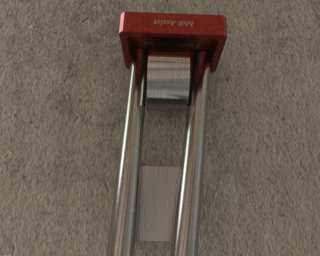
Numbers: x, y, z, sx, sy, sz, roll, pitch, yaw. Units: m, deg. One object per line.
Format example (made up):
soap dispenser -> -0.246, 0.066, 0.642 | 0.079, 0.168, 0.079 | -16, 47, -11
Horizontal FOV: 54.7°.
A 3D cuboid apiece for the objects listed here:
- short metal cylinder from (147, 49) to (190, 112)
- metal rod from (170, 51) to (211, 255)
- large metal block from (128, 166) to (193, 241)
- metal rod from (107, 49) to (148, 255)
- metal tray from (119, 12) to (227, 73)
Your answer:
short metal cylinder -> 0.010, -0.062, 0.403 | 0.050, 0.080, 0.080 | 2, 70, 0
metal rod -> 0.039, 0.022, 0.352 | 0.025, 0.025, 0.300 | 8, 55, 2
large metal block -> 0.003, 0.089, 0.361 | 0.081, 0.050, 0.080 | 2, 70, 0
metal rod -> -0.033, 0.019, 0.353 | 0.025, 0.025, 0.300 | 2, 55, 0
metal tray -> 0.016, -0.112, 0.416 | 0.131, 0.090, 0.030 | 2, 70, 0
